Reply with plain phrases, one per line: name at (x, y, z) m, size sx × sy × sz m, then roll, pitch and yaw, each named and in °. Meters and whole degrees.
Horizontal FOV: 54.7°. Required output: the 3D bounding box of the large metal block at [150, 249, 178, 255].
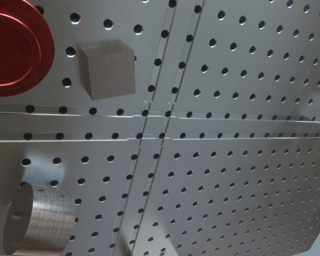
large metal block at (0.005, 0.273, 0.550) m, size 0.081 × 0.080 × 0.050 m, roll -4°, pitch 120°, yaw -27°

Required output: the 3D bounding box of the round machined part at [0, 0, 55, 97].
round machined part at (-0.145, -0.072, 0.277) m, size 0.099 × 0.042 × 0.097 m, roll -14°, pitch 125°, yaw -21°

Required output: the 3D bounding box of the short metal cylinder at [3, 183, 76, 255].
short metal cylinder at (-0.143, 0.109, 0.366) m, size 0.050 × 0.080 × 0.080 m, roll 23°, pitch 106°, yaw -37°

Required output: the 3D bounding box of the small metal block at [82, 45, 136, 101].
small metal block at (-0.056, -0.062, 0.344) m, size 0.050 × 0.025 × 0.050 m, roll -13°, pitch 124°, yaw -22°
